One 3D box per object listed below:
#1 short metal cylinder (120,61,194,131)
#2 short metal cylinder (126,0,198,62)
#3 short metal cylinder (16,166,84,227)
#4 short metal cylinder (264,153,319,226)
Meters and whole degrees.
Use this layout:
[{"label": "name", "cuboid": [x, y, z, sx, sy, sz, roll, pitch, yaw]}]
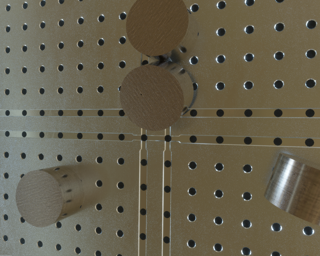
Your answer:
[{"label": "short metal cylinder", "cuboid": [-0.003, -0.042, 0.388, 0.080, 0.050, 0.079, 6, 110, 17]}, {"label": "short metal cylinder", "cuboid": [0.004, -0.127, 0.397, 0.080, 0.050, 0.079, 0, 90, 19]}, {"label": "short metal cylinder", "cuboid": [-0.161, 0.098, 0.454, 0.080, 0.050, 0.079, 0, 90, 19]}, {"label": "short metal cylinder", "cuboid": [0.159, 0.064, 0.328, 0.080, 0.080, 0.050, 20, 97, 18]}]
